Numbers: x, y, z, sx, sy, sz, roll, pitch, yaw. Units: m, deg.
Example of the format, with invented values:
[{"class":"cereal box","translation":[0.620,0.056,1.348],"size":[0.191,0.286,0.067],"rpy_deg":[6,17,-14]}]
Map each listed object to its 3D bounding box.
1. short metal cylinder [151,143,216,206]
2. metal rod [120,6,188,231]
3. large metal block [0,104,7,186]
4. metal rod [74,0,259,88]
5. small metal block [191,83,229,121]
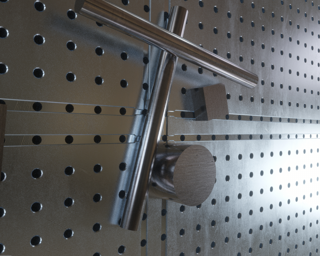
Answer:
[{"class":"short metal cylinder","translation":[0.031,0.061,0.421],"size":[0.081,0.050,0.079],"rpy_deg":[0,90,-40]},{"class":"metal rod","translation":[-0.005,-0.020,0.406],"size":[0.025,0.025,0.299],"rpy_deg":[21,77,-39]},{"class":"large metal block","translation":[-0.175,0.017,0.247],"size":[0.081,0.050,0.080],"rpy_deg":[6,86,-40]},{"class":"metal rod","translation":[0.034,-0.102,0.405],"size":[0.302,0.025,0.025],"rpy_deg":[13,82,-39]},{"class":"small metal block","translation":[0.077,-0.041,0.477],"size":[0.050,0.025,0.050],"rpy_deg":[-17,101,-39]}]
